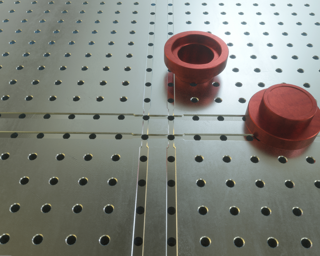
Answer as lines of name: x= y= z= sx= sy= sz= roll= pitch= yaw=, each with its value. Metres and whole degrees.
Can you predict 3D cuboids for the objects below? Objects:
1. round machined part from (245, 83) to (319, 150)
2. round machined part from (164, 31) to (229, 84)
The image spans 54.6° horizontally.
round machined part: x=0.168 y=-0.022 z=0.416 sx=0.099 sy=0.042 sz=0.098 roll=0 pitch=50 yaw=0
round machined part: x=0.056 y=-0.107 z=0.487 sx=0.099 sy=0.042 sz=0.098 roll=0 pitch=50 yaw=0
